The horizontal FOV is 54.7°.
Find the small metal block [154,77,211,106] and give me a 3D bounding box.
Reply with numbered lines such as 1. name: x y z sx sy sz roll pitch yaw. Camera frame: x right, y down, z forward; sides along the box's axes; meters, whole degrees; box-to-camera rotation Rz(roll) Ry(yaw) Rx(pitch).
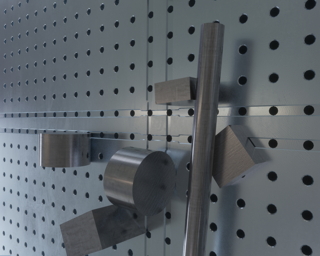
1. small metal block: 0.029 -0.042 0.369 0.050 0.050 0.025 -4 88 40

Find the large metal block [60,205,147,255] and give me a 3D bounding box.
1. large metal block: -0.081 0.143 0.440 0.080 0.081 0.050 -31 71 36

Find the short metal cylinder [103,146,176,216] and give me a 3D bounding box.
1. short metal cylinder: -0.024 0.066 0.394 0.050 0.081 0.079 5 93 40

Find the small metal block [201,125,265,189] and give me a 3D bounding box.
1. small metal block: 0.078 0.031 0.345 0.050 0.025 0.050 -44 64 31

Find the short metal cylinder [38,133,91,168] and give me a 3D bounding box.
1. short metal cylinder: -0.153 0.033 0.500 0.080 0.081 0.050 2 92 40

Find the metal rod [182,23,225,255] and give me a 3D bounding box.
1. metal rod: 0.045 0.040 0.339 0.025 0.025 0.298 8 95 40
